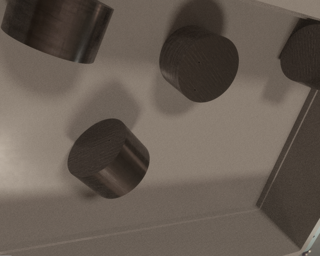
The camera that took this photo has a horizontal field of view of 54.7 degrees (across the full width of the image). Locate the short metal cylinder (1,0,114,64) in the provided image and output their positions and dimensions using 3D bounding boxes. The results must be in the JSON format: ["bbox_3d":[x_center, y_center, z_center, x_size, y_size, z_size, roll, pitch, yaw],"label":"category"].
[{"bbox_3d":[-0.087,-0.096,0.267,0.081,0.080,0.050,13,112,-34],"label":"short metal cylinder"}]

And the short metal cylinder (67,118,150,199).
[{"bbox_3d":[-0.060,0.035,0.364,0.080,0.080,0.050,-40,130,-2],"label":"short metal cylinder"}]

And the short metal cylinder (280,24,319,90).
[{"bbox_3d":[0.220,-0.098,0.436,0.050,0.080,0.079,11,113,-33],"label":"short metal cylinder"}]

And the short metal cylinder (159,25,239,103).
[{"bbox_3d":[0.046,-0.077,0.372,0.081,0.050,0.079,-14,125,-21],"label":"short metal cylinder"}]
